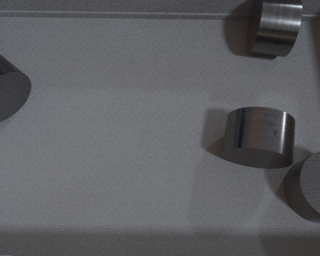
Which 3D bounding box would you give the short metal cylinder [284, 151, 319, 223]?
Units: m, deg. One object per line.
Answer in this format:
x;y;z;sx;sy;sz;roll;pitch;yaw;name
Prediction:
0.198;0.071;0.371;0.081;0.050;0.080;0;70;0;short metal cylinder

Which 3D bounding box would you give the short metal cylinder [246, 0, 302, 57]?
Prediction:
0.157;-0.143;0.434;0.050;0.080;0.080;8;70;3;short metal cylinder

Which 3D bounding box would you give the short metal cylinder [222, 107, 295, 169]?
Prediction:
0.119;0.014;0.376;0.080;0.080;0.050;11;71;4;short metal cylinder

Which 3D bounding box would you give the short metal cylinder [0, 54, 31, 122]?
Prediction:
-0.217;-0.052;0.398;0.050;0.080;0.080;38;74;12;short metal cylinder
